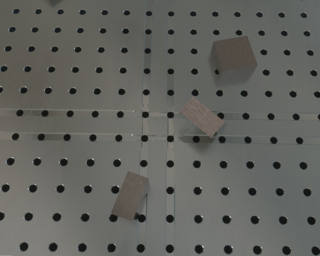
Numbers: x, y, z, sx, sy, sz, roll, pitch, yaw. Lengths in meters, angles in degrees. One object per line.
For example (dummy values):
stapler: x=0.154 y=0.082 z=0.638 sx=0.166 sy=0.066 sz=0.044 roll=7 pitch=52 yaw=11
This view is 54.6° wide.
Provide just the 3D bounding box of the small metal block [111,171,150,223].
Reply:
small metal block: x=-0.033 y=0.083 z=0.368 sx=0.025 sy=0.050 sz=0.050 roll=19 pitch=71 yaw=7

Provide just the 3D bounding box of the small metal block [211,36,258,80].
small metal block: x=0.107 y=-0.102 z=0.450 sx=0.050 sy=0.025 sz=0.050 roll=-11 pitch=70 yaw=-4

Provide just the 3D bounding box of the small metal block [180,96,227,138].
small metal block: x=0.058 y=-0.012 z=0.400 sx=0.050 sy=0.050 sz=0.025 roll=41 pitch=98 yaw=13
